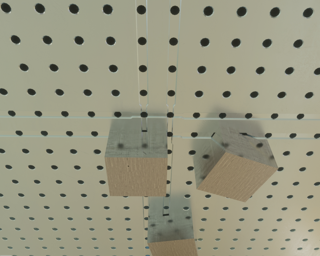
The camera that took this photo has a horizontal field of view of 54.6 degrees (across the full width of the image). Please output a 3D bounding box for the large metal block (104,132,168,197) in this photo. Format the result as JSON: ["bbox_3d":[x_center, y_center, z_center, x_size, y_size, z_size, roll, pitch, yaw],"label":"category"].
[{"bbox_3d":[-0.031,0.052,0.439,0.080,0.050,0.080,1,130,-1],"label":"large metal block"}]

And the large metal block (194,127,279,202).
[{"bbox_3d":[0.104,0.054,0.442,0.080,0.050,0.080,18,128,-15],"label":"large metal block"}]

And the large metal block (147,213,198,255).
[{"bbox_3d":[0.025,0.205,0.569,0.080,0.050,0.080,-8,130,7],"label":"large metal block"}]
